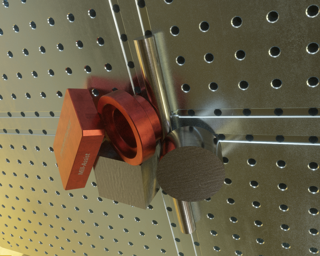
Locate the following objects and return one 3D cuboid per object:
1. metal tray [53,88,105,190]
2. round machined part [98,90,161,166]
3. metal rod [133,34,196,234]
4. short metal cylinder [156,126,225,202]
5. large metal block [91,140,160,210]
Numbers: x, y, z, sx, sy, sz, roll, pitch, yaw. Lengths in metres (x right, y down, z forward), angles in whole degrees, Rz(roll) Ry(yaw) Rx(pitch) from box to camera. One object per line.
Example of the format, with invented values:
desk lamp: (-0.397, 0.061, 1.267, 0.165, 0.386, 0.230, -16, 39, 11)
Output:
metal tray: (-0.123, 0.018, 0.452, 0.090, 0.030, 0.129, 61, 139, 35)
round machined part: (-0.036, -0.004, 0.400, 0.098, 0.042, 0.097, 36, 142, 36)
metal rod: (0.013, 0.026, 0.421, 0.025, 0.025, 0.298, 1, 119, 28)
short metal cylinder: (0.038, 0.044, 0.385, 0.080, 0.050, 0.079, 2, 117, 4)
large metal block: (-0.049, 0.065, 0.461, 0.080, 0.050, 0.079, 10, 123, 23)
